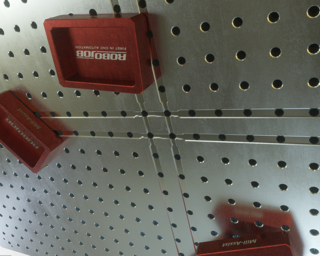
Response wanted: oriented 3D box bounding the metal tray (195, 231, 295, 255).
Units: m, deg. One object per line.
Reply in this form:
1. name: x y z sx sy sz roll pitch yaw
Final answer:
1. metal tray: 0.125 0.201 0.437 0.130 0.030 0.090 -16 101 19

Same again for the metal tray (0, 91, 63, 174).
1. metal tray: -0.242 0.009 0.542 0.130 0.030 0.090 43 129 -2

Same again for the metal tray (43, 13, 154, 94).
1. metal tray: -0.077 -0.094 0.390 0.130 0.030 0.089 8 122 24

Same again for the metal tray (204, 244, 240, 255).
1. metal tray: 0.099 0.255 0.513 0.090 0.030 0.129 38 129 2
